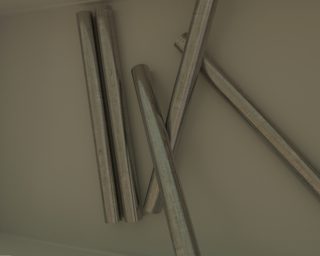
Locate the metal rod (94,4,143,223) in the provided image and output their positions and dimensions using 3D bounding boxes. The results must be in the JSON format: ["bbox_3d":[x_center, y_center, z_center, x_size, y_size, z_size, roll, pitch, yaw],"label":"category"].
[{"bbox_3d":[-0.058,-0.022,0.430,0.025,0.025,0.298,-10,87,20],"label":"metal rod"}]

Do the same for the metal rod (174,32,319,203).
[{"bbox_3d":[0.122,-0.002,0.367,0.025,0.025,0.300,-44,77,15],"label":"metal rod"}]

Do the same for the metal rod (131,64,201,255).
[{"bbox_3d":[0.007,0.047,0.349,0.025,0.025,0.299,-26,59,18],"label":"metal rod"}]

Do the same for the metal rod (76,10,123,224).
[{"bbox_3d":[-0.087,-0.017,0.440,0.025,0.025,0.298,-10,87,20],"label":"metal rod"}]

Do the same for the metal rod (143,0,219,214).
[{"bbox_3d":[0.025,-0.033,0.381,0.025,0.025,0.298,19,104,19],"label":"metal rod"}]
